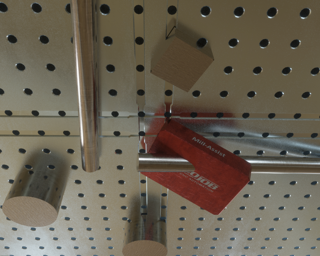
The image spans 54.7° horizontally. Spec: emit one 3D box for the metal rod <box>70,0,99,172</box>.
[{"bbox_3d":[-0.086,-0.056,0.362,0.025,0.025,0.298,5,130,-5],"label":"metal rod"}]

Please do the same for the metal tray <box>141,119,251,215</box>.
[{"bbox_3d":[0.046,0.056,0.428,0.130,0.030,0.089,29,127,2],"label":"metal tray"}]

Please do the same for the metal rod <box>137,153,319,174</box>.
[{"bbox_3d":[0.119,0.051,0.434,0.302,0.025,0.025,2,131,-12],"label":"metal rod"}]

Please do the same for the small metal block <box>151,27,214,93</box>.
[{"bbox_3d":[0.024,-0.075,0.348,0.050,0.025,0.050,25,126,-20],"label":"small metal block"}]

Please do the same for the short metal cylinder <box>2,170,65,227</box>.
[{"bbox_3d":[-0.197,0.112,0.488,0.081,0.050,0.079,-1,130,0],"label":"short metal cylinder"}]

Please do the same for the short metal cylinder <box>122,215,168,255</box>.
[{"bbox_3d":[-0.027,0.204,0.569,0.081,0.050,0.079,0,130,0],"label":"short metal cylinder"}]
